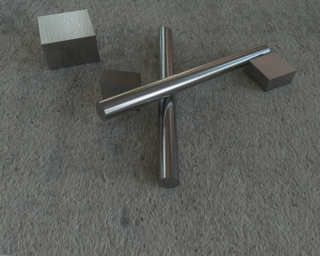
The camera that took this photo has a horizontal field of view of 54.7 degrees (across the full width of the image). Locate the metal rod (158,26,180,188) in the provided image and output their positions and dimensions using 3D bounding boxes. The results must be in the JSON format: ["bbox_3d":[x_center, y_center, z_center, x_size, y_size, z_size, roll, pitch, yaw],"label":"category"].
[{"bbox_3d":[0.009,-0.052,0.447,0.025,0.025,0.300,0,50,0],"label":"metal rod"}]

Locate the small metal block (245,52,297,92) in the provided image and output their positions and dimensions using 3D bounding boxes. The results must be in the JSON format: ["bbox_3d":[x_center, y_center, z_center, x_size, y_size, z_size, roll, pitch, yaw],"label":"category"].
[{"bbox_3d":[0.171,-0.087,0.479,0.050,0.025,0.050,-20,53,-17],"label":"small metal block"}]

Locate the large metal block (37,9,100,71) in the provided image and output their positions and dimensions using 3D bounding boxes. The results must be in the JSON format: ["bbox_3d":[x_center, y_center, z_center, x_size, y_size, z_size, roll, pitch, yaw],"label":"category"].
[{"bbox_3d":[-0.149,-0.146,0.507,0.081,0.050,0.080,-14,52,-12],"label":"large metal block"}]

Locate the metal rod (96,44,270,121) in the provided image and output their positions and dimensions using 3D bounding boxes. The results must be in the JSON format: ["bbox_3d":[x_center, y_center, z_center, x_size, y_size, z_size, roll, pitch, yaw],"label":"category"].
[{"bbox_3d":[0.051,-0.073,0.439,0.302,0.025,0.025,-24,54,-29],"label":"metal rod"}]

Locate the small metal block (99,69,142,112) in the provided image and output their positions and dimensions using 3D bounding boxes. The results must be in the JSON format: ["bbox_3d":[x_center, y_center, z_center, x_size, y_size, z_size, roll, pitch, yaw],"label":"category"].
[{"bbox_3d":[-0.053,-0.052,0.430,0.050,0.050,0.025,7,51,6],"label":"small metal block"}]
